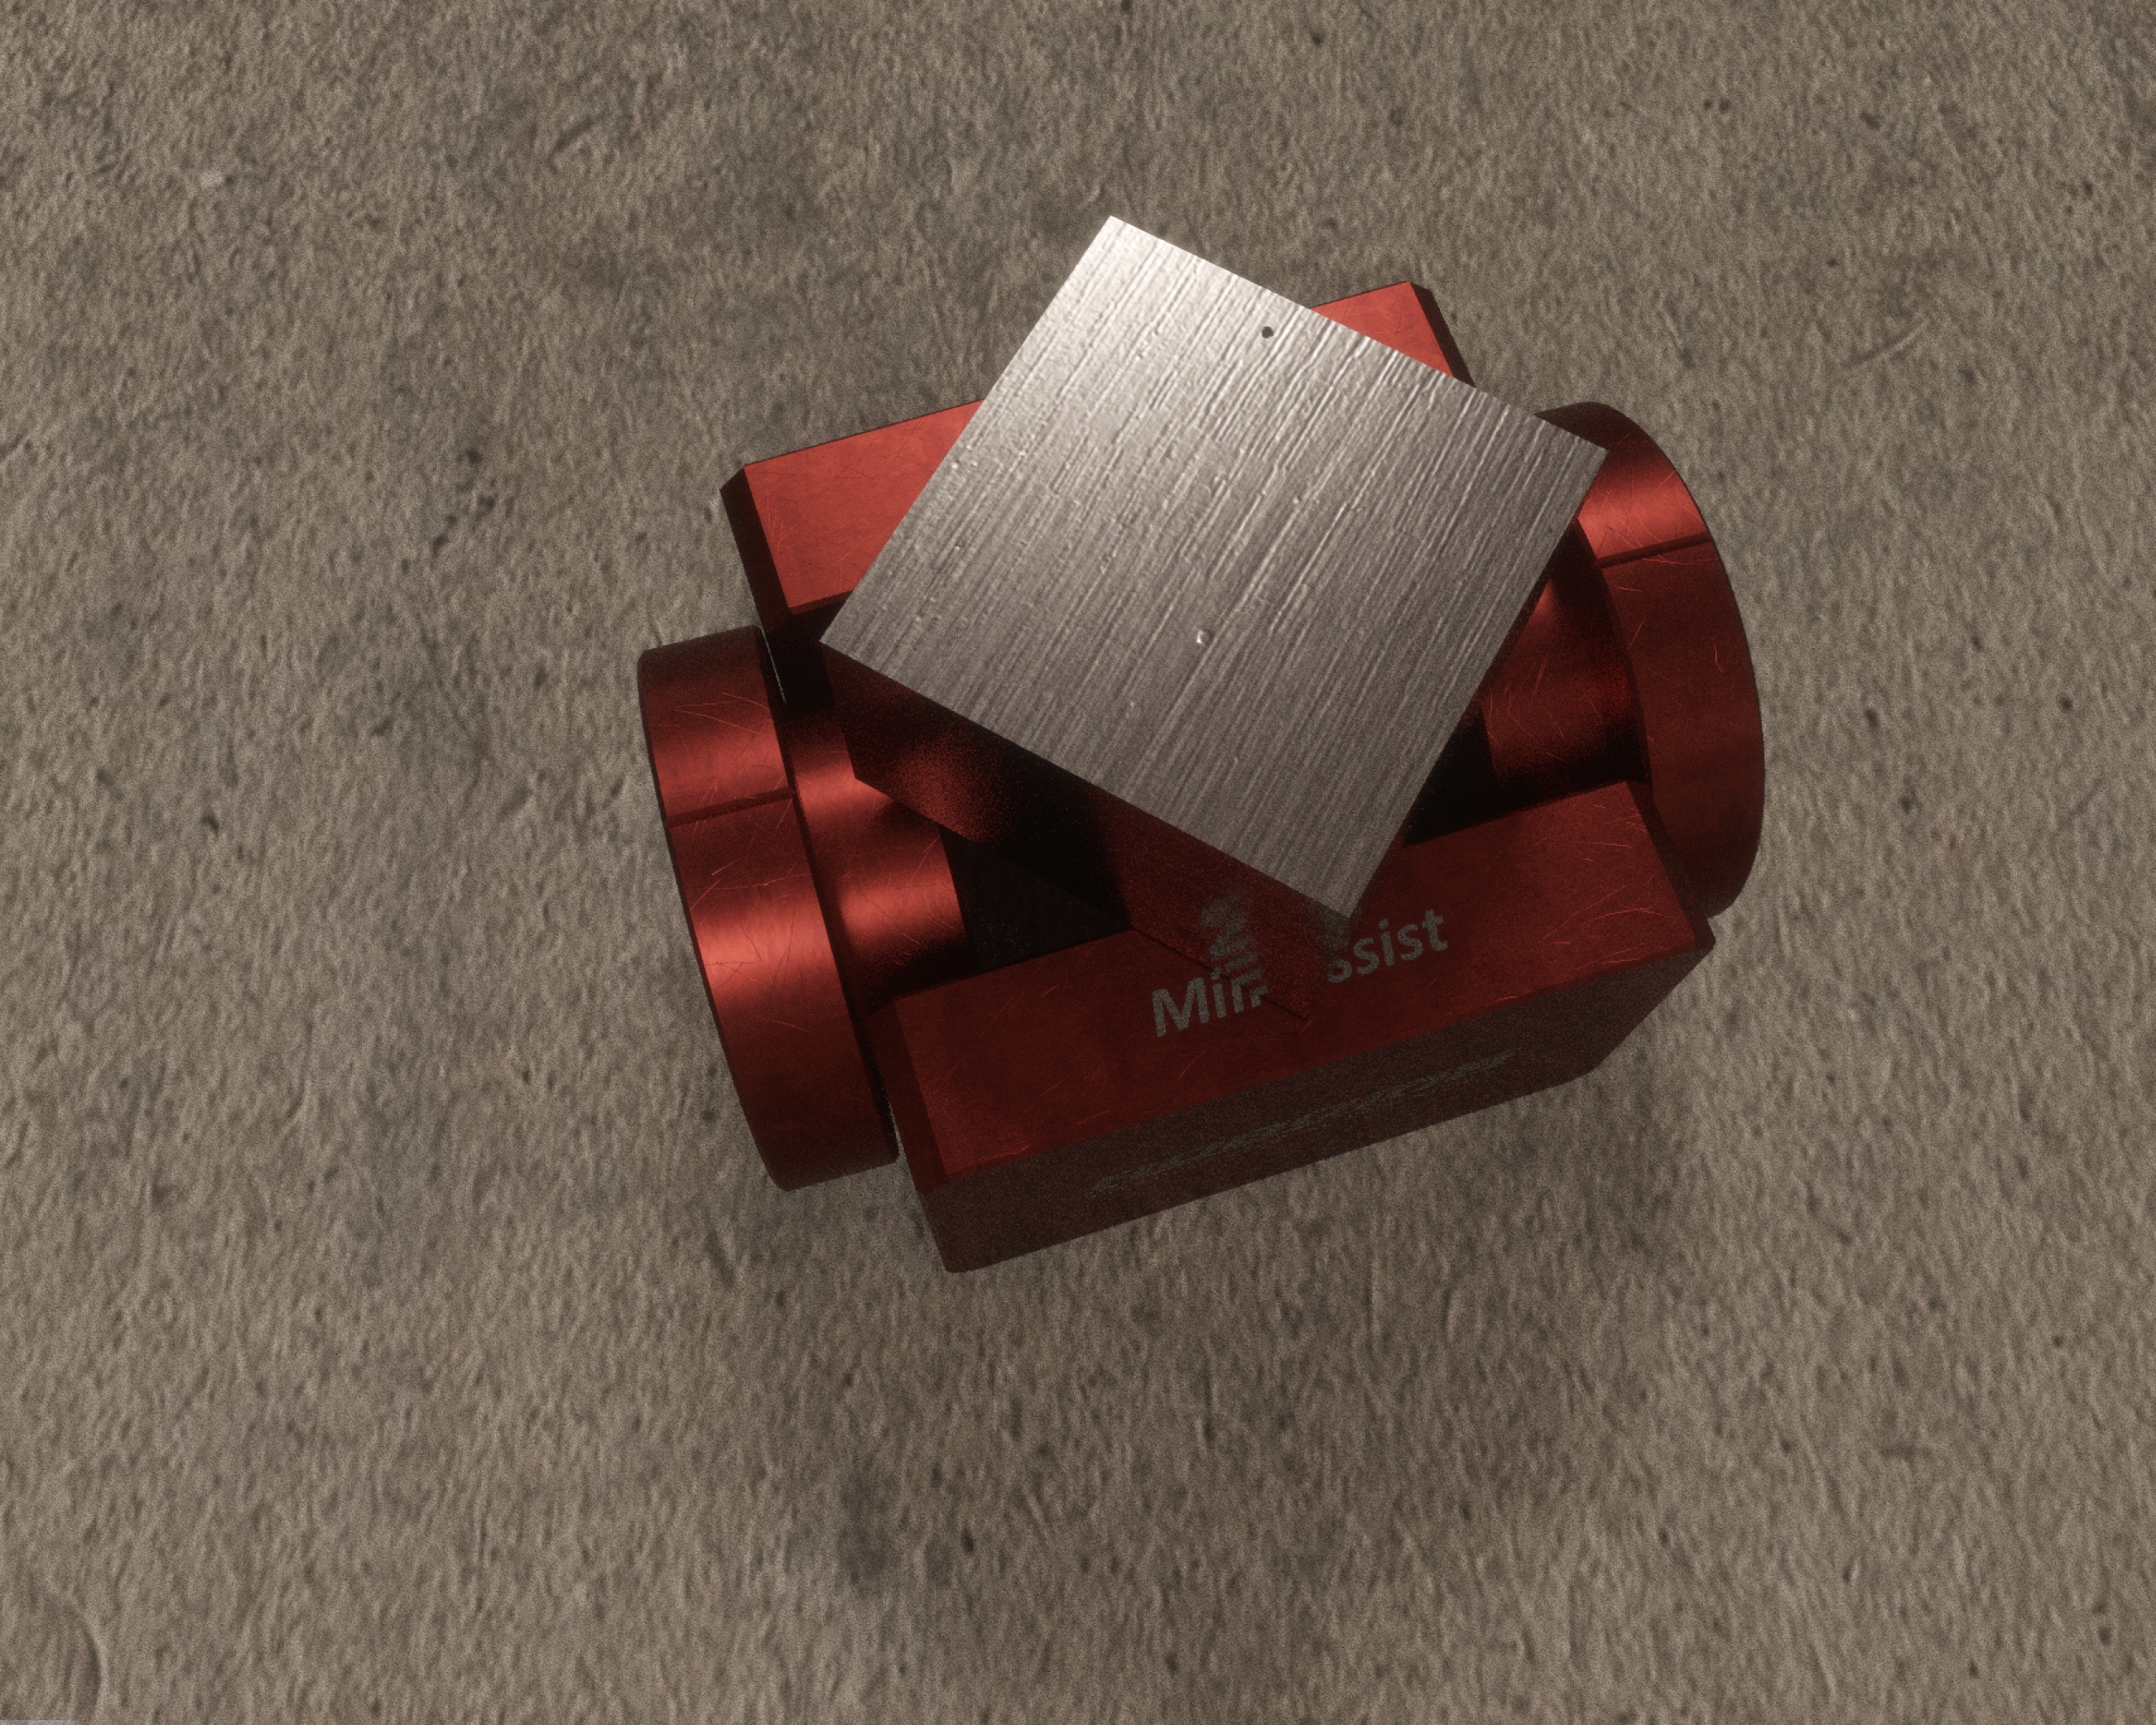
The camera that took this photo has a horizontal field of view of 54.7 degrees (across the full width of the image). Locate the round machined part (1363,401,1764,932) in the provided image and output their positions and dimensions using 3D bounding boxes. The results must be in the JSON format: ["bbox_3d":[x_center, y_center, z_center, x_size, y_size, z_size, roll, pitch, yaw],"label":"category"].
[{"bbox_3d":[0.083,-0.032,0.383,0.042,0.098,0.098,-15,71,-5],"label":"round machined part"}]

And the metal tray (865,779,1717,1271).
[{"bbox_3d":[0.034,0.032,0.362,0.131,0.090,0.030,-17,71,-6],"label":"metal tray"}]

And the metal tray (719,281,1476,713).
[{"bbox_3d":[0.005,-0.057,0.397,0.131,0.090,0.030,-17,71,-7],"label":"metal tray"}]

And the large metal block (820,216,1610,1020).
[{"bbox_3d":[0.020,-0.036,0.311,0.080,0.050,0.080,28,72,9],"label":"large metal block"}]

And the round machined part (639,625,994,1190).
[{"bbox_3d":[-0.043,0.005,0.368,0.042,0.098,0.098,-15,71,-5],"label":"round machined part"}]
